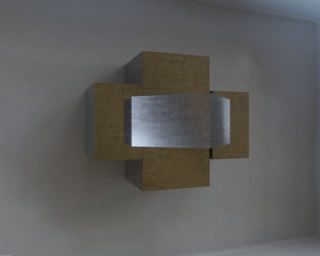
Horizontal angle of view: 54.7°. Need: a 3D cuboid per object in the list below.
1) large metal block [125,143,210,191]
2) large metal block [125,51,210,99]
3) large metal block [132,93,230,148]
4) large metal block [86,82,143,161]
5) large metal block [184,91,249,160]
[{"bbox_3d":[0.006,0.043,0.382,0.081,0.080,0.050,0,90,-20],"label":"large metal block"},{"bbox_3d":[0.006,-0.058,0.382,0.081,0.080,0.050,0,90,-20],"label":"large metal block"},{"bbox_3d":[0.025,-0.007,0.329,0.080,0.080,0.050,-1,91,-65],"label":"large metal block"},{"bbox_3d":[-0.056,-0.007,0.360,0.050,0.080,0.080,0,90,-20],"label":"large metal block"},{"bbox_3d":[0.070,-0.004,0.404,0.050,0.080,0.080,0,90,-21],"label":"large metal block"}]
